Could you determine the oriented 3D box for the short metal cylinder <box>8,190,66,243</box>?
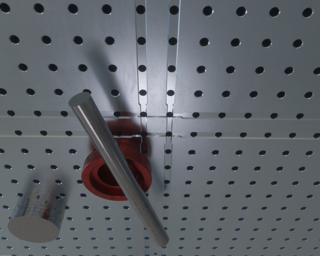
[{"bbox_3d":[-0.204,0.149,0.520,0.081,0.050,0.079,0,130,0],"label":"short metal cylinder"}]

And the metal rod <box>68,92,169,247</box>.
[{"bbox_3d":[-0.041,0.078,0.421,0.025,0.025,0.299,-13,129,11],"label":"metal rod"}]

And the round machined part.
[{"bbox_3d":[-0.061,0.060,0.451,0.099,0.042,0.097,0,130,0],"label":"round machined part"}]
